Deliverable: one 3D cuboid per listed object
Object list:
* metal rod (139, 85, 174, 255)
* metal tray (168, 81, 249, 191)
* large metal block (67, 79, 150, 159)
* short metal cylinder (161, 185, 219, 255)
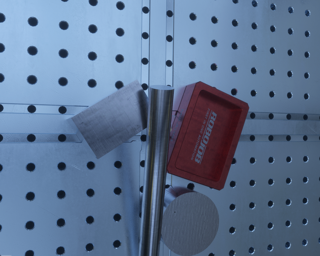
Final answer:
[{"bbox_3d":[-0.009,0.100,0.361,0.025,0.025,0.298,-2,109,-20],"label":"metal rod"},{"bbox_3d":[0.063,0.011,0.433,0.091,0.030,0.130,22,83,-19],"label":"metal tray"},{"bbox_3d":[-0.058,-0.010,0.362,0.080,0.080,0.050,-34,101,-17],"label":"large metal block"},{"bbox_3d":[0.030,0.120,0.411,0.081,0.050,0.079,0,90,-20],"label":"short metal cylinder"}]
